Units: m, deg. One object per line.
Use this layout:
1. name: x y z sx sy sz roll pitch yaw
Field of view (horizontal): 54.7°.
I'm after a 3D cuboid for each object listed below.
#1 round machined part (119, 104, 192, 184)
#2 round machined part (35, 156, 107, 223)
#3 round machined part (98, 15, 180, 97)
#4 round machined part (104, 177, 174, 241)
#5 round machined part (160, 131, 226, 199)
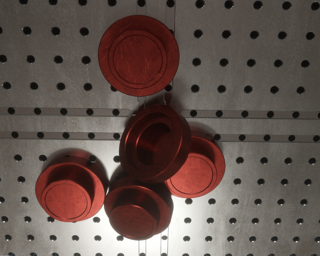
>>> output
1. round machined part: -0.002 0.023 0.392 0.098 0.098 0.042 -44 139 14
2. round machined part: -0.127 0.093 0.437 0.099 0.042 0.097 0 110 -1
3. round machined part: -0.026 -0.085 0.373 0.099 0.042 0.097 0 110 -1
4. round machined part: -0.033 0.119 0.435 0.098 0.042 0.097 6 121 10
5. round machined part: 0.041 0.056 0.426 0.099 0.042 0.097 0 110 -1
